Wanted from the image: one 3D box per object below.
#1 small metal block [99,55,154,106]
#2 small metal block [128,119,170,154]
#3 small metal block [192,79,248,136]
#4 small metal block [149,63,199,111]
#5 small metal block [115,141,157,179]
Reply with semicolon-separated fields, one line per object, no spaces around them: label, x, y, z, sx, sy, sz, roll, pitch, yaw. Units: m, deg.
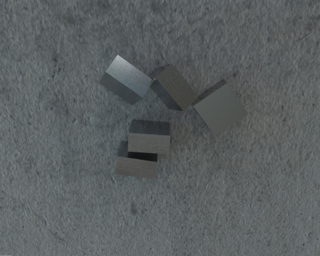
small metal block;-0.042;-0.056;0.372;0.050;0.050;0.025;34;74;-12
small metal block;-0.014;0.010;0.400;0.050;0.050;0.025;4;110;-2
small metal block;0.077;-0.027;0.401;0.050;0.025;0.050;-35;107;11
small metal block;0.013;-0.049;0.376;0.025;0.050;0.050;-43;106;-9
small metal block;-0.030;0.041;0.411;0.050;0.050;0.025;9;110;-4
